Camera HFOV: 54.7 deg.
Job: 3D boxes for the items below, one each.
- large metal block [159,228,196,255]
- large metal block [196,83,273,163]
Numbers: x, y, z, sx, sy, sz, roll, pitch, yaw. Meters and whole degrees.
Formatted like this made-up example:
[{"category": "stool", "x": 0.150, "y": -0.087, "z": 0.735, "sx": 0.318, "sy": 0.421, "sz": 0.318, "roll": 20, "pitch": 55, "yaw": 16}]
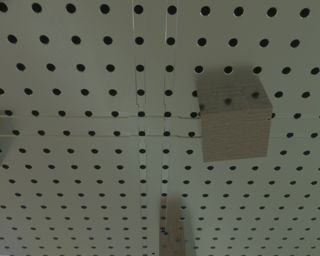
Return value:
[{"category": "large metal block", "x": 0.036, "y": 0.252, "z": 0.591, "sx": 0.050, "sy": 0.080, "sz": 0.080, "roll": -16, "pitch": 129, "yaw": 13}, {"category": "large metal block", "x": 0.091, "y": -0.005, "z": 0.392, "sx": 0.080, "sy": 0.050, "sz": 0.080, "roll": -6, "pitch": 130, "yaw": 4}]
